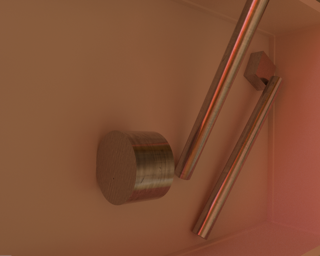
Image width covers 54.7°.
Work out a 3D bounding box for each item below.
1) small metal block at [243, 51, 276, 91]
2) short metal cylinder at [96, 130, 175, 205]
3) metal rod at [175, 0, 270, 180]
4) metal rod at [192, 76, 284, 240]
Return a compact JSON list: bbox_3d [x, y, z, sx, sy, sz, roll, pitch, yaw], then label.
[{"bbox_3d":[0.182,-0.103,0.563,0.050,0.025,0.050,35,68,-35],"label":"small metal block"},{"bbox_3d":[-0.029,0.043,0.348,0.050,0.080,0.079,2,89,-40],"label":"short metal cylinder"},{"bbox_3d":[0.083,-0.066,0.396,0.025,0.025,0.298,7,112,-40],"label":"metal rod"},{"bbox_3d":[0.133,0.038,0.504,0.025,0.025,0.300,43,69,-32],"label":"metal rod"}]
